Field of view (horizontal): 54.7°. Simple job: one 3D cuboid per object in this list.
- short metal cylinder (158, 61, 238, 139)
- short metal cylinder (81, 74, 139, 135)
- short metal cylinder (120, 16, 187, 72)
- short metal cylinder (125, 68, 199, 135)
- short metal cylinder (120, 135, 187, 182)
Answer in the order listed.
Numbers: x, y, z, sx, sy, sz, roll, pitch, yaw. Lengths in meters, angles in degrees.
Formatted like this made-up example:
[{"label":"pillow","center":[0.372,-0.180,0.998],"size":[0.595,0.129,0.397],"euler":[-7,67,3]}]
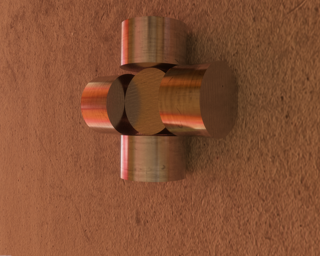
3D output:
[{"label":"short metal cylinder","center":[0.043,-0.030,0.334],"size":[0.050,0.081,0.079],"euler":[3,92,40]},{"label":"short metal cylinder","center":[-0.058,-0.031,0.416],"size":[0.050,0.081,0.079],"euler":[3,92,40]},{"label":"short metal cylinder","center":[-0.008,-0.097,0.374],"size":[0.080,0.081,0.050],"euler":[2,92,39]},{"label":"short metal cylinder","center":[0.002,-0.032,0.387],"size":[0.080,0.050,0.079],"euler":[0,90,39]},{"label":"short metal cylinder","center":[-0.008,0.034,0.375],"size":[0.080,0.081,0.050],"euler":[1,90,39]}]
